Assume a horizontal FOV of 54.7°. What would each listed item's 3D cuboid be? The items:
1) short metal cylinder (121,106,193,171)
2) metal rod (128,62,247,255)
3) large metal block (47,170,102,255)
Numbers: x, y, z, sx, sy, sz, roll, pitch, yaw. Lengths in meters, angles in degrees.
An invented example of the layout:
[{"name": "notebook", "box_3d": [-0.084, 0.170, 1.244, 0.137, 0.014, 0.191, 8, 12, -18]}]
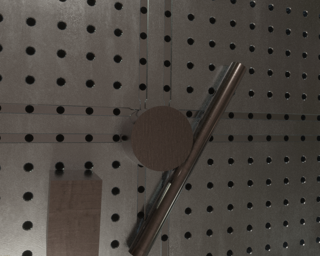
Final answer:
[{"name": "short metal cylinder", "box_3d": [-0.005, 0.013, 0.399, 0.081, 0.050, 0.079, 0, 90, -21]}, {"name": "metal rod", "box_3d": [0.043, 0.038, 0.429, 0.025, 0.025, 0.300, 33, 79, -18]}, {"name": "large metal block", "box_3d": [-0.099, 0.092, 0.348, 0.050, 0.080, 0.079, 3, 89, -20]}]
